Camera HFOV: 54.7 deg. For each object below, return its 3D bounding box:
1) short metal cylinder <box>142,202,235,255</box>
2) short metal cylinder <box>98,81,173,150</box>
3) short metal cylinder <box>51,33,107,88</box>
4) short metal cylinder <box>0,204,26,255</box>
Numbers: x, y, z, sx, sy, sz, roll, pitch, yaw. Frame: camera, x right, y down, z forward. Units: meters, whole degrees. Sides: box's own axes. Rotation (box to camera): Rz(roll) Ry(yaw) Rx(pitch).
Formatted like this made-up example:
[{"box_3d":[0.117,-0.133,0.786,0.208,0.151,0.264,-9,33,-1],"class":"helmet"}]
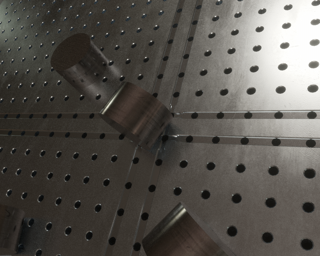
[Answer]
[{"box_3d":[0.030,0.115,0.286,0.050,0.080,0.080,-45,51,-3],"class":"short metal cylinder"},{"box_3d":[-0.031,-0.015,0.397,0.080,0.080,0.050,27,76,37],"class":"short metal cylinder"},{"box_3d":[-0.139,-0.116,0.534,0.080,0.050,0.080,-13,56,20],"class":"short metal cylinder"},{"box_3d":[-0.225,0.134,0.406,0.080,0.080,0.050,-12,57,21],"class":"short metal cylinder"}]
